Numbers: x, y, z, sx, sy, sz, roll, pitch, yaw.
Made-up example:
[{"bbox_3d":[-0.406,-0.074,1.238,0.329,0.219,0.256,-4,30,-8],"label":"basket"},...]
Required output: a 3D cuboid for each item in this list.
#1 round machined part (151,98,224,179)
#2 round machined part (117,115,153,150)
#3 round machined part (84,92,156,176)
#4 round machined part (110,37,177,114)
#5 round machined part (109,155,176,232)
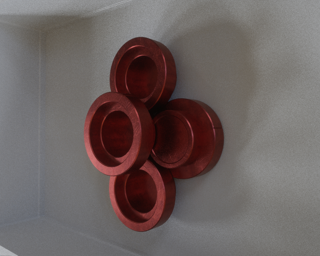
[{"bbox_3d":[0.023,0.013,0.372,0.098,0.042,0.097,0,90,39],"label":"round machined part"},{"bbox_3d":[-0.053,0.009,0.435,0.098,0.042,0.097,0,90,39],"label":"round machined part"},{"bbox_3d":[-0.044,0.007,0.373,0.098,0.042,0.097,0,90,39],"label":"round machined part"},{"bbox_3d":[-0.017,-0.065,0.405,0.098,0.042,0.097,0,90,39],"label":"round machined part"},{"bbox_3d":[-0.018,0.081,0.406,0.098,0.042,0.097,0,90,39],"label":"round machined part"}]
